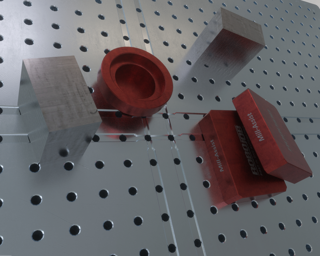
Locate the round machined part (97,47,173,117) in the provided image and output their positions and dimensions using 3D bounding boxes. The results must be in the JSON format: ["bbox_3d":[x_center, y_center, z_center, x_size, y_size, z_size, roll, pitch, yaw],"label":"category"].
[{"bbox_3d":[-0.036,-0.057,0.413,0.099,0.042,0.098,14,56,-21],"label":"round machined part"}]

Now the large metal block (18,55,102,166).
[{"bbox_3d":[-0.109,-0.017,0.325,0.050,0.080,0.080,-14,69,-34],"label":"large metal block"}]

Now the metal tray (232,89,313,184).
[{"bbox_3d":[0.163,0.011,0.453,0.090,0.030,0.130,22,41,-40],"label":"metal tray"}]

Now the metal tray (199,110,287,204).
[{"bbox_3d":[0.117,0.037,0.445,0.091,0.030,0.130,-1,62,-29],"label":"metal tray"}]

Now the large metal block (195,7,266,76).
[{"bbox_3d":[0.115,-0.142,0.521,0.081,0.080,0.050,15,56,-20],"label":"large metal block"}]
